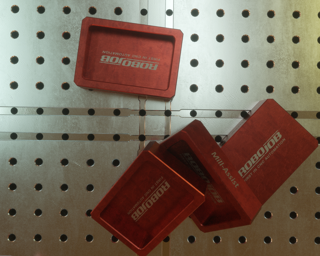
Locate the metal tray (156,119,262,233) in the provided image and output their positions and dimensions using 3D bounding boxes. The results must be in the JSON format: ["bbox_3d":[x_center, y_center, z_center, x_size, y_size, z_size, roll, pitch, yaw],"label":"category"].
[{"bbox_3d":[0.050,0.063,0.382,0.030,0.090,0.130,-36,90,-40],"label":"metal tray"}]

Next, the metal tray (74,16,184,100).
[{"bbox_3d":[-0.040,-0.090,0.410,0.131,0.030,0.089,8,90,-1],"label":"metal tray"}]

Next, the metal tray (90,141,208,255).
[{"bbox_3d":[-0.015,0.091,0.385,0.090,0.030,0.129,39,114,-1],"label":"metal tray"}]

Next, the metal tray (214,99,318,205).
[{"bbox_3d":[0.130,0.036,0.413,0.090,0.030,0.130,43,90,-1],"label":"metal tray"}]
